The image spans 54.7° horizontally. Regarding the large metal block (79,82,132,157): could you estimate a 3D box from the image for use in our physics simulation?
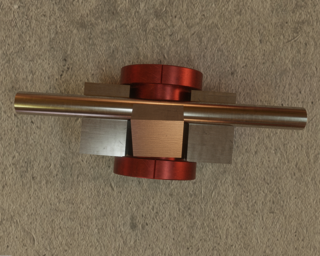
[{"bbox_3d":[-0.061,-0.010,0.383,0.050,0.080,0.080,4,90,0],"label":"large metal block"}]

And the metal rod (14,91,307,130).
[{"bbox_3d":[0.001,-0.018,0.331,0.302,0.025,0.025,3,90,0],"label":"metal rod"}]

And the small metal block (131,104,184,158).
[{"bbox_3d":[-0.002,0.003,0.317,0.050,0.025,0.050,2,131,1],"label":"small metal block"}]

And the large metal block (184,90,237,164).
[{"bbox_3d":[0.057,-0.001,0.384,0.050,0.080,0.080,4,90,0],"label":"large metal block"}]

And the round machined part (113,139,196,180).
[{"bbox_3d":[-0.005,0.037,0.374,0.099,0.098,0.042,5,85,0],"label":"round machined part"}]

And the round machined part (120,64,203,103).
[{"bbox_3d":[0.001,-0.047,0.374,0.099,0.098,0.042,4,91,0],"label":"round machined part"}]
